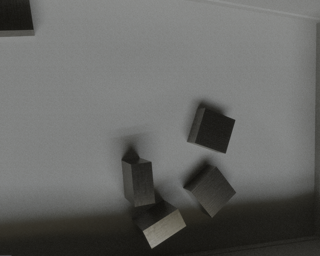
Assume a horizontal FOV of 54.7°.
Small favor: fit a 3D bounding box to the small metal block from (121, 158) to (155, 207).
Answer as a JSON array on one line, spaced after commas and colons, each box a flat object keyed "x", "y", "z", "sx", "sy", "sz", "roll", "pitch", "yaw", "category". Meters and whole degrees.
[{"x": -0.028, "y": 0.066, "z": 0.387, "sx": 0.025, "sy": 0.050, "sz": 0.050, "roll": -6, "pitch": 92, "yaw": -20, "category": "small metal block"}]

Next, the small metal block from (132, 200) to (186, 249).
[{"x": -0.002, "y": 0.121, "z": 0.396, "sx": 0.050, "sy": 0.050, "sz": 0.025, "roll": -28, "pitch": 100, "yaw": -18, "category": "small metal block"}]

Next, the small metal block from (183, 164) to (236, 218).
[{"x": 0.070, "y": 0.088, "z": 0.436, "sx": 0.050, "sy": 0.025, "sz": 0.050, "roll": -41, "pitch": 103, "yaw": -15, "category": "small metal block"}]

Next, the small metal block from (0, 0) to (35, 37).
[{"x": -0.172, "y": -0.131, "z": 0.347, "sx": 0.050, "sy": 0.025, "sz": 0.050, "roll": -9, "pitch": 93, "yaw": -20, "category": "small metal block"}]

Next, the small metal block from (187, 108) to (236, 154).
[{"x": 0.072, "y": 0.004, "z": 0.437, "sx": 0.050, "sy": 0.025, "sz": 0.050, "roll": 20, "pitch": 84, "yaw": -19, "category": "small metal block"}]
